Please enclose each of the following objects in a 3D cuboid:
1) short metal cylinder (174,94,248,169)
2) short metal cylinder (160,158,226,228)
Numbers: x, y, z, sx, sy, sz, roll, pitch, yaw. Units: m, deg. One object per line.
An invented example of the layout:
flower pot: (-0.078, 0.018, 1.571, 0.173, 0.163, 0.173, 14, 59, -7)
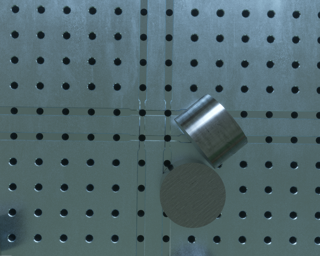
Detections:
short metal cylinder: (0.062, 0.004, 0.387, 0.050, 0.080, 0.080, -39, 91, 0)
short metal cylinder: (0.040, 0.082, 0.402, 0.081, 0.050, 0.079, 0, 90, -1)
